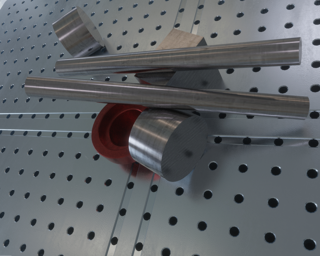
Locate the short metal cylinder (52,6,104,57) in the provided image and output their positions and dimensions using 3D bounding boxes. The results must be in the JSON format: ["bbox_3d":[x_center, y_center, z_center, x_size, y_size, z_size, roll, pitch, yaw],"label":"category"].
[{"bbox_3d":[-0.143,-0.167,0.551,0.050,0.080,0.080,-30,52,9],"label":"short metal cylinder"}]

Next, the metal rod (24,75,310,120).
[{"bbox_3d":[0.002,-0.034,0.338,0.302,0.025,0.025,5,62,6],"label":"metal rod"}]

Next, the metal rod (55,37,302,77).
[{"bbox_3d":[-0.004,-0.076,0.353,0.300,0.025,0.025,3,63,29],"label":"metal rod"}]

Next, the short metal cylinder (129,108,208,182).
[{"bbox_3d":[0.011,0.015,0.358,0.050,0.080,0.080,26,76,37],"label":"short metal cylinder"}]

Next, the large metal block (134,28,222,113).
[{"bbox_3d":[0.026,-0.066,0.400,0.050,0.080,0.080,30,78,38],"label":"large metal block"}]

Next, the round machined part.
[{"bbox_3d":[-0.039,0.004,0.415,0.098,0.042,0.098,-13,56,21],"label":"round machined part"}]
